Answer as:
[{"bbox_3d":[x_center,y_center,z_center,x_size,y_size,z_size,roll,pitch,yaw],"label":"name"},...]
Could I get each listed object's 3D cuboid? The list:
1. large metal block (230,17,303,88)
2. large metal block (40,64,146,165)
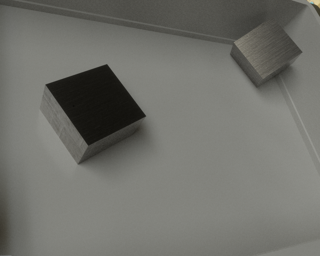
[{"bbox_3d":[0.183,-0.131,0.544,0.080,0.050,0.080,-34,79,-1],"label":"large metal block"},{"bbox_3d":[-0.078,-0.018,0.358,0.081,0.050,0.080,-30,78,-38],"label":"large metal block"}]
